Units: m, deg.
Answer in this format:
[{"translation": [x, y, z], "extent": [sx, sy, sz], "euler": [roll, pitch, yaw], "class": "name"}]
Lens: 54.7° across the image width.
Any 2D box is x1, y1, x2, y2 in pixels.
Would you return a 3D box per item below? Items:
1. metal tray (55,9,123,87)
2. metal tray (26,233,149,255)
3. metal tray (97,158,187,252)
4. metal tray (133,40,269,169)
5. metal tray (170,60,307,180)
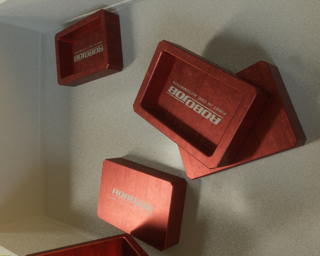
[{"translation": [-0.118, -0.123, 0.497], "extent": [0.130, 0.030, 0.089], "euler": [-9, 85, 39], "class": "metal tray"}, {"translation": [-0.082, 0.162, 0.349], "extent": [0.090, 0.131, 0.030], "euler": [-173, 80, -65], "class": "metal tray"}, {"translation": [-0.029, 0.099, 0.426], "extent": [0.130, 0.030, 0.089], "euler": [12, 98, 39], "class": "metal tray"}, {"translation": [0.036, -0.028, 0.332], "extent": [0.130, 0.030, 0.089], "euler": [37, 113, 33], "class": "metal tray"}, {"translation": [0.077, -0.003, 0.339], "extent": [0.130, 0.030, 0.090], "euler": [-26, 74, 36], "class": "metal tray"}]
